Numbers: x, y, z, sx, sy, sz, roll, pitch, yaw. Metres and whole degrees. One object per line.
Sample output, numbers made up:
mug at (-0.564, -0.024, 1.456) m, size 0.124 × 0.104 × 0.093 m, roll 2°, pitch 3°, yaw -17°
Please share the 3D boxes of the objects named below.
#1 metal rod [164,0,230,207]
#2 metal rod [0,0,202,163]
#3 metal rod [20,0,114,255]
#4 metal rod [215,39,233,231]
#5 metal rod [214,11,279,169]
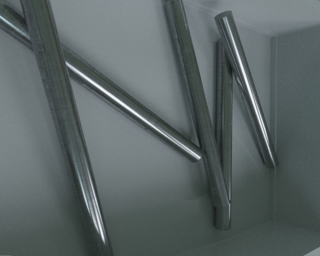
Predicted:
metal rod at (0.056, -0.029, 0.443) m, size 0.025 × 0.025 × 0.298 m, roll -22°, pitch 101°, yaw -38°
metal rod at (-0.049, -0.035, 0.364) m, size 0.301 × 0.025 × 0.025 m, roll 36°, pitch 68°, yaw -34°
metal rod at (-0.088, 0.017, 0.313) m, size 0.025 × 0.025 × 0.298 m, roll -23°, pitch 111°, yaw -38°
metal rod at (0.102, 0.009, 0.491) m, size 0.025 × 0.025 × 0.298 m, roll 1°, pitch 89°, yaw -40°
metal rod at (0.150, -0.045, 0.508) m, size 0.025 × 0.025 × 0.299 m, roll -48°, pitch 126°, yaw -29°
